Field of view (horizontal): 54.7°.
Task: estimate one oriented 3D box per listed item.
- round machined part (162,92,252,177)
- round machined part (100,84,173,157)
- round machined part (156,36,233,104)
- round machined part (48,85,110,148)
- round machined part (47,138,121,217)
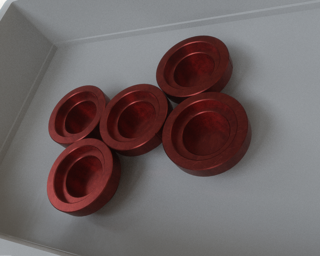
[{"bbox_3d":[0.056,0.010,0.356,0.098,0.042,0.098,-13,56,21],"label":"round machined part"},{"bbox_3d":[-0.027,-0.007,0.409,0.098,0.042,0.098,-13,56,21],"label":"round machined part"},{"bbox_3d":[0.048,-0.071,0.410,0.098,0.042,0.098,-13,56,21],"label":"round machined part"},{"bbox_3d":[-0.111,-0.011,0.458,0.098,0.042,0.098,-13,56,21],"label":"round machined part"},{"bbox_3d":[-0.092,0.065,0.399,0.098,0.042,0.098,-13,56,21],"label":"round machined part"}]
